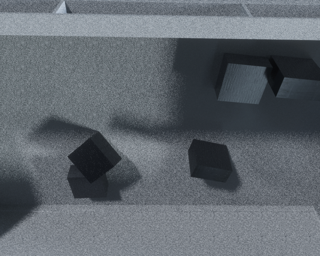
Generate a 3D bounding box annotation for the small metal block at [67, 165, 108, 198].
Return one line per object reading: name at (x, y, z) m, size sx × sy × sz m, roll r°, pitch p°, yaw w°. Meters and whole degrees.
small metal block at (-0.110, 0.083, 0.478) m, size 0.050 × 0.025 × 0.050 m, roll -2°, pitch 131°, yaw 1°

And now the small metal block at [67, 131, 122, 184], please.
small metal block at (-0.091, 0.041, 0.430) m, size 0.050 × 0.025 × 0.050 m, roll -37°, pitch 95°, yaw 26°

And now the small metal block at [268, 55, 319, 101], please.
small metal block at (0.151, -0.057, 0.347) m, size 0.050 × 0.050 × 0.025 m, roll 5°, pitch 130°, yaw -5°

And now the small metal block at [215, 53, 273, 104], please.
small metal block at (0.096, -0.057, 0.362) m, size 0.050 × 0.025 × 0.050 m, roll 5°, pitch 130°, yaw -5°

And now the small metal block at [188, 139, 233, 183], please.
small metal block at (0.069, 0.045, 0.432) m, size 0.050 × 0.050 × 0.025 m, roll 11°, pitch 129°, yaw -10°
